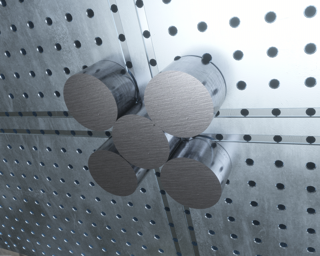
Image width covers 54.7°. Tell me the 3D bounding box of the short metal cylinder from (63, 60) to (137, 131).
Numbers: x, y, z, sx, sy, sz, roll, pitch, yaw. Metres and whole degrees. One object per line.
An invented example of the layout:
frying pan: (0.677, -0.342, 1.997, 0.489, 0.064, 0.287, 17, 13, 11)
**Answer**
short metal cylinder: (-0.078, -0.042, 0.407, 0.080, 0.050, 0.079, 13, 124, 20)

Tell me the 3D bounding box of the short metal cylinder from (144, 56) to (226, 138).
short metal cylinder: (0.029, -0.036, 0.354, 0.080, 0.050, 0.079, 13, 124, 20)

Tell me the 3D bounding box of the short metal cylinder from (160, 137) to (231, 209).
short metal cylinder: (0.047, 0.058, 0.404, 0.080, 0.050, 0.079, 13, 124, 20)

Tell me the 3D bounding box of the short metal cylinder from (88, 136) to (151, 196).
short metal cylinder: (-0.057, 0.053, 0.455, 0.080, 0.050, 0.079, 13, 124, 20)

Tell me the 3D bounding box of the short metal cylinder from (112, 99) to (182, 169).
short metal cylinder: (-0.015, 0.007, 0.405, 0.080, 0.050, 0.079, 13, 124, 20)
